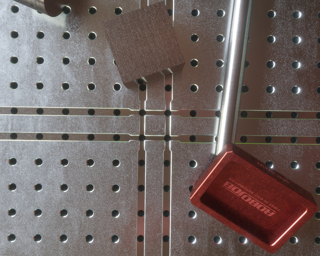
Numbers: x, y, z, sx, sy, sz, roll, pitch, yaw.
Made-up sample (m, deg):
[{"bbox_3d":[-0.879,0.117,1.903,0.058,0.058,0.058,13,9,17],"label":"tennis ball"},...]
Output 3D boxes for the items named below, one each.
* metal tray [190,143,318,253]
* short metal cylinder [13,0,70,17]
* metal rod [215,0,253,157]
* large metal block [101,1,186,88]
[{"bbox_3d":[0.117,0.090,0.397,0.130,0.030,0.090,33,111,-1],"label":"metal tray"},{"bbox_3d":[-0.146,-0.187,0.384,0.050,0.080,0.080,24,90,-1],"label":"short metal cylinder"},{"bbox_3d":[0.104,-0.111,0.414,0.025,0.025,0.298,7,90,-1],"label":"metal rod"},{"bbox_3d":[-0.020,-0.104,0.401,0.080,0.050,0.080,-19,90,-1],"label":"large metal block"}]
